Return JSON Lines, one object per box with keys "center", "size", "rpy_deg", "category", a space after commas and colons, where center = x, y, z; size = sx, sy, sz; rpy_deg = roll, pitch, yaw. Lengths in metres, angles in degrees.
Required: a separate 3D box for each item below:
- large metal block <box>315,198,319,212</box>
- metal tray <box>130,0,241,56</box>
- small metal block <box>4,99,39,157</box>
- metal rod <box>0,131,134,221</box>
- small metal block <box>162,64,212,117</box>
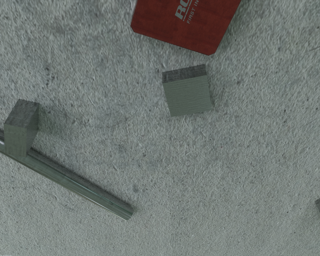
{"center": [0.324, 0.134, 0.510], "size": [0.080, 0.050, 0.080], "rpy_deg": [26, 125, -21], "category": "large metal block"}
{"center": [0.033, -0.140, 0.285], "size": [0.091, 0.030, 0.129], "rpy_deg": [14, 129, -13], "category": "metal tray"}
{"center": [-0.173, 0.000, 0.388], "size": [0.025, 0.050, 0.050], "rpy_deg": [12, 129, -11], "category": "small metal block"}
{"center": [-0.158, 0.065, 0.460], "size": [0.025, 0.025, 0.301], "rpy_deg": [-36, 122, 26], "category": "metal rod"}
{"center": [0.033, -0.044, 0.370], "size": [0.050, 0.025, 0.050], "rpy_deg": [-10, 130, 8], "category": "small metal block"}
